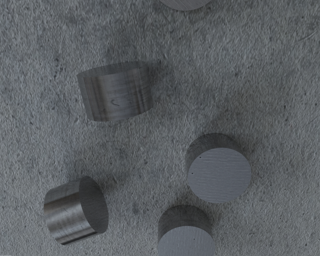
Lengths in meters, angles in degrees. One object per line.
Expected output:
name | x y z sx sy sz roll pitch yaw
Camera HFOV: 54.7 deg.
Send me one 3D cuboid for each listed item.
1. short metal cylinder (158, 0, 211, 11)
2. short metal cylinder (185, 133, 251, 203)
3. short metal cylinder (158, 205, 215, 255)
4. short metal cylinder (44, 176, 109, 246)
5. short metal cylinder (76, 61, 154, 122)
short metal cylinder | 0.026 -0.169 0.334 0.081 0.050 0.079 0 110 0
short metal cylinder | 0.076 0.053 0.416 0.081 0.050 0.079 0 110 0
short metal cylinder | 0.037 0.161 0.456 0.081 0.050 0.079 0 110 0
short metal cylinder | -0.111 0.111 0.420 0.050 0.080 0.080 -22 109 8
short metal cylinder | -0.051 -0.045 0.363 0.080 0.080 0.050 -9 110 3
